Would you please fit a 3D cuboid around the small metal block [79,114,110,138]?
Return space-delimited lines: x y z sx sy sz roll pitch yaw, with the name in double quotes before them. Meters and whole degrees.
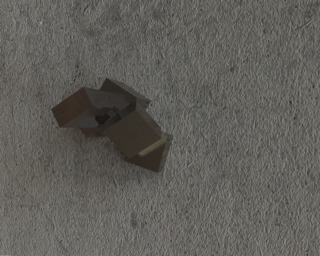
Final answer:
"small metal block" -0.095 -0.014 0.429 0.025 0.050 0.050 -47 76 14

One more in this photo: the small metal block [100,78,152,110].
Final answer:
"small metal block" -0.046 -0.040 0.412 0.050 0.050 0.025 34 101 16

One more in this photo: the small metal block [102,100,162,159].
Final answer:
"small metal block" -0.033 0.002 0.381 0.050 0.025 0.050 -33 117 17

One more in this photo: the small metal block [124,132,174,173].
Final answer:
"small metal block" -0.015 0.027 0.415 0.050 0.025 0.050 17 96 18

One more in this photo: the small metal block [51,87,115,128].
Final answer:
"small metal block" -0.092 -0.023 0.375 0.050 0.050 0.025 -31 80 17
